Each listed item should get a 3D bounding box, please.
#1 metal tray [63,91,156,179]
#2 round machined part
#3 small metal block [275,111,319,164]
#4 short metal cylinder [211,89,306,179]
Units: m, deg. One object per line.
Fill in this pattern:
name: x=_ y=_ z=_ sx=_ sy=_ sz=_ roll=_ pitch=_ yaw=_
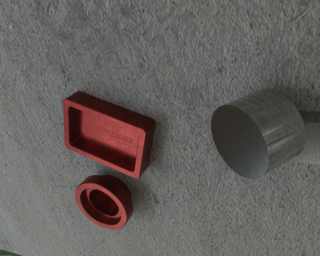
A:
metal tray: x=-0.076 y=0.010 z=0.447 sx=0.130 sy=0.030 sz=0.089 roll=21 pitch=126 yaw=15
round machined part: x=-0.087 y=0.117 z=0.512 sx=0.098 sy=0.042 sz=0.097 roll=13 pitch=124 yaw=20
small metal block: x=0.152 y=0.010 z=0.332 sx=0.050 sy=0.025 sz=0.050 roll=3 pitch=120 yaw=26
short metal cylinder: x=0.098 y=0.006 z=0.318 sx=0.080 sy=0.050 sz=0.079 roll=47 pitch=150 yaw=39
